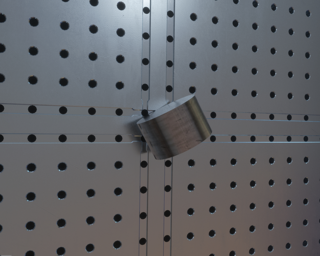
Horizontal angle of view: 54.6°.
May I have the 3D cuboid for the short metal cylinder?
[{"bbox_3d":[0.018,-0.002,0.389,0.080,0.080,0.050,-30,99,-18],"label":"short metal cylinder"}]
